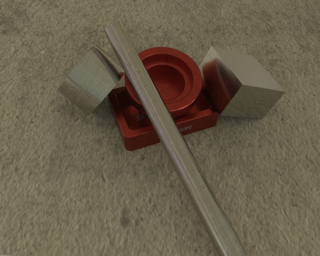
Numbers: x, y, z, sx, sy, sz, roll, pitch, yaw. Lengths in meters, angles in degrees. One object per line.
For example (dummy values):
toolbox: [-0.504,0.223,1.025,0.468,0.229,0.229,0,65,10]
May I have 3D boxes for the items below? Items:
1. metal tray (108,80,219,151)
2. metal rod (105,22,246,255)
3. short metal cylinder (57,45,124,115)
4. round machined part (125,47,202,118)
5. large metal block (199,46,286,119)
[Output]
metal tray: [0.003,-0.027,0.424,0.131,0.030,0.090,-16,52,-14]
metal rod: [0.006,0.000,0.348,0.025,0.025,0.299,-22,70,-17]
short metal cylinder: [-0.090,-0.064,0.413,0.050,0.080,0.080,40,53,-14]
round machined part: [0.003,-0.055,0.409,0.099,0.042,0.098,2,65,-4]
large metal block: [0.105,-0.060,0.418,0.081,0.050,0.080,3,45,-33]
